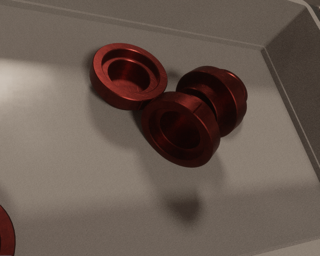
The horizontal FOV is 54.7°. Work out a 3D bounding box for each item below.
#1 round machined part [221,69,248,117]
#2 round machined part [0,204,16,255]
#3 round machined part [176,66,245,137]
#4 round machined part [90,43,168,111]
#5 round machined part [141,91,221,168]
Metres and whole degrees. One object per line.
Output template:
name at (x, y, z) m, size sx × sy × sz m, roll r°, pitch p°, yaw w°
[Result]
round machined part at (0.096, -0.052, 0.481) m, size 0.099 × 0.042 × 0.098 m, roll 14°, pitch 56°, yaw -21°
round machined part at (-0.169, 0.100, 0.243) m, size 0.099 × 0.042 × 0.098 m, roll 14°, pitch 56°, yaw -21°
round machined part at (0.058, -0.029, 0.410) m, size 0.042 × 0.097 × 0.098 m, roll -34°, pitch 81°, yaw -38°
round machined part at (-0.043, -0.062, 0.406) m, size 0.099 × 0.042 × 0.098 m, roll 13°, pitch 52°, yaw -17°
round machined part at (0.029, -0.002, 0.377) m, size 0.098 × 0.097 × 0.042 m, roll 43°, pitch 51°, yaw 1°
